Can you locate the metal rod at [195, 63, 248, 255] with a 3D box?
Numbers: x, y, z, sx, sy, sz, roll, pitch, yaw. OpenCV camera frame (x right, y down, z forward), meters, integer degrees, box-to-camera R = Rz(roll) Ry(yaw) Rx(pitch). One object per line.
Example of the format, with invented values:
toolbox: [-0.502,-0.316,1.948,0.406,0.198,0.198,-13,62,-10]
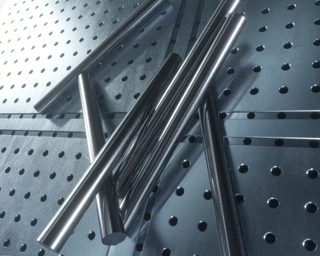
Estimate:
metal rod: [0.064,0.028,0.357,0.025,0.025,0.300,-17,55,18]

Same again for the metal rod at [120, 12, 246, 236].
metal rod: [0.023,-0.008,0.376,0.025,0.025,0.299,26,83,37]

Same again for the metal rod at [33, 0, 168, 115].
metal rod: [-0.103,-0.134,0.545,0.300,0.025,0.025,-43,51,-2]

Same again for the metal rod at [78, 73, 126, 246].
metal rod: [-0.087,0.015,0.422,0.025,0.025,0.300,-31,45,9]

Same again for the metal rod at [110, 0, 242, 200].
metal rod: [0.019,-0.044,0.400,0.025,0.025,0.299,29,85,37]

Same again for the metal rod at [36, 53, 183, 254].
metal rod: [-0.043,0.007,0.380,0.025,0.025,0.301,8,51,32]
